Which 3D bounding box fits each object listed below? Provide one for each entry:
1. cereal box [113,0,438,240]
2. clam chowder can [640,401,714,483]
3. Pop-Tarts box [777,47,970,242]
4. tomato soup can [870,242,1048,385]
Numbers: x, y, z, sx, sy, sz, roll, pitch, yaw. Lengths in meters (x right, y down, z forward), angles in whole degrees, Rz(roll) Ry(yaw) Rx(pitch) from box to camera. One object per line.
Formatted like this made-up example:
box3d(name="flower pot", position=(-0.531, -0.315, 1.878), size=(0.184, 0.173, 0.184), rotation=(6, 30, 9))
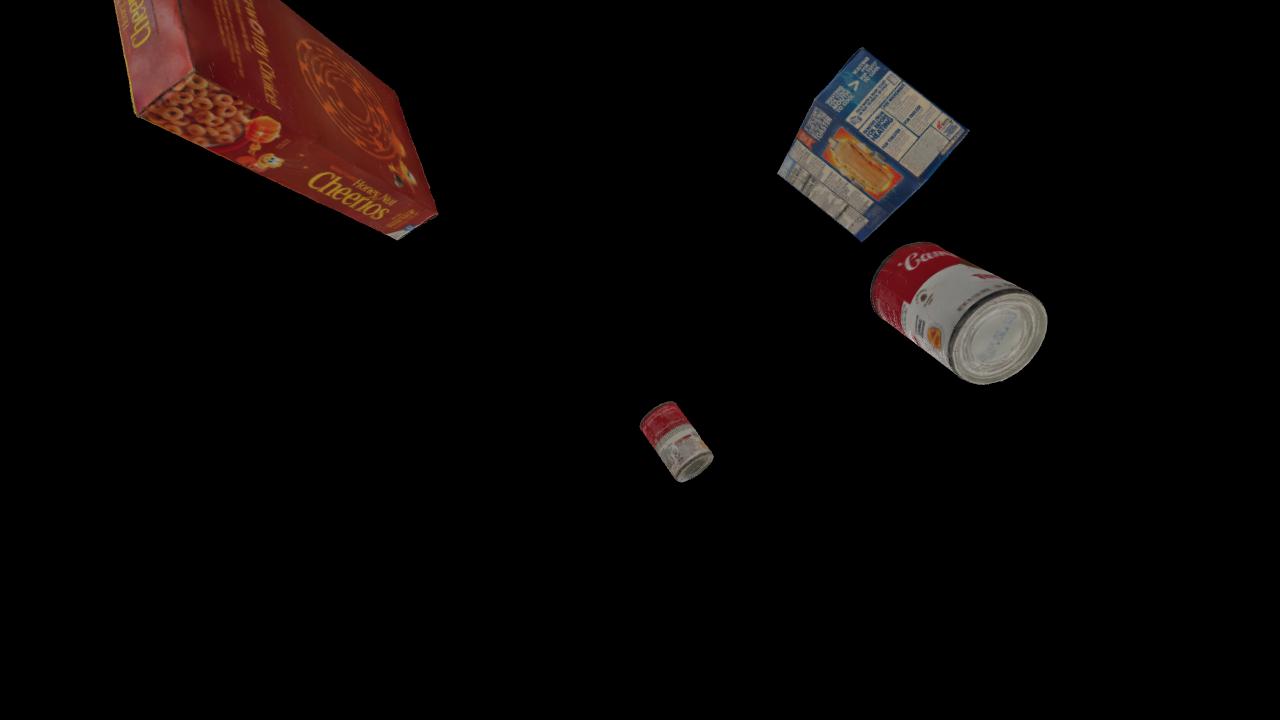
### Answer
box3d(name="cereal box", position=(-0.360, -0.271, 0.648), size=(0.081, 0.203, 0.306), rotation=(-27, -16, 13))
box3d(name="clam chowder can", position=(0.054, 0.121, 0.909), size=(0.068, 0.102, 0.068), rotation=(-26, -31, -17))
box3d(name="Pop-Tarts box", position=(0.251, -0.233, 0.696), size=(0.141, 0.083, 0.167), rotation=(41, -8, 6))
box3d(name="tomato soup can", position=(0.216, -0.035, 0.427), size=(0.068, 0.068, 0.101), rotation=(0, 28, -11))
